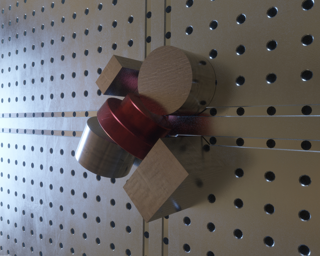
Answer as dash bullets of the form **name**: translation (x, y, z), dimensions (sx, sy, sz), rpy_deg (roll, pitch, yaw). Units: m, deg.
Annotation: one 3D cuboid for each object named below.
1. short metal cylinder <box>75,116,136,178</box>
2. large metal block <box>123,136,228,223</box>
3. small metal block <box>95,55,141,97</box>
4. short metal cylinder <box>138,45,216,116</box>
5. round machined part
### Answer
- **short metal cylinder**: translation (-0.070, 0.025, 0.428), dimensions (0.080, 0.081, 0.050), rpy_deg (38, 113, 33)
- **large metal block**: translation (0.018, 0.056, 0.357), dimensions (0.050, 0.081, 0.080), rpy_deg (51, 120, 27)
- **small metal block**: translation (-0.053, -0.071, 0.434), dimensions (0.050, 0.050, 0.025), rpy_deg (-49, 61, 28)
- **short metal cylinder**: translation (0.020, -0.055, 0.375), dimensions (0.080, 0.050, 0.079), rpy_deg (0, 90, 39)
- **round machined part**: translation (-0.024, -0.006, 0.380), dimensions (0.042, 0.098, 0.098), rpy_deg (-49, 61, 14)
